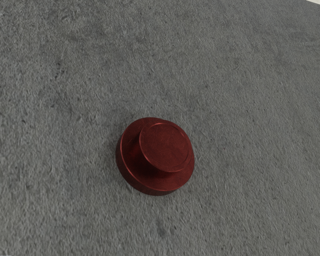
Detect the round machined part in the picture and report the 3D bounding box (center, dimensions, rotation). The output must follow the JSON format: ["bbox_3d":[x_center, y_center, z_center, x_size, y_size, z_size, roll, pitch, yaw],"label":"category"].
[{"bbox_3d":[0.000,0.029,0.375,0.099,0.042,0.098,13,56,-21],"label":"round machined part"}]
